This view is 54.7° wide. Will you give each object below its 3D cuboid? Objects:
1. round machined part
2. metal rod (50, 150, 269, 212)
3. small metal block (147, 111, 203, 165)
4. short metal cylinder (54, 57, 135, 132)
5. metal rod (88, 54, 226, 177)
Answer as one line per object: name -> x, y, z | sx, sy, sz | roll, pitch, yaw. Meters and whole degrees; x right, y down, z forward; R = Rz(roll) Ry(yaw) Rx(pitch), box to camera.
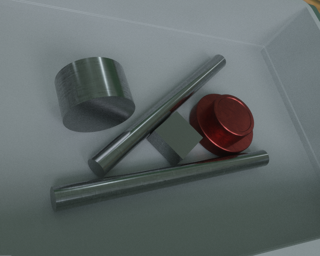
round machined part -> 0.097, -0.010, 0.451 | 0.099, 0.042, 0.098 | 14, 56, -21
metal rod -> 0.024, 0.057, 0.383 | 0.303, 0.025, 0.025 | -6, 65, -31
small metal block -> 0.020, 0.014, 0.407 | 0.050, 0.025, 0.050 | 46, 51, 3
short metal cylinder -> -0.074, -0.035, 0.352 | 0.081, 0.080, 0.050 | -5, 65, -31
metal rod -> 0.016, -0.035, 0.435 | 0.025, 0.025, 0.302 | 45, 51, 3
